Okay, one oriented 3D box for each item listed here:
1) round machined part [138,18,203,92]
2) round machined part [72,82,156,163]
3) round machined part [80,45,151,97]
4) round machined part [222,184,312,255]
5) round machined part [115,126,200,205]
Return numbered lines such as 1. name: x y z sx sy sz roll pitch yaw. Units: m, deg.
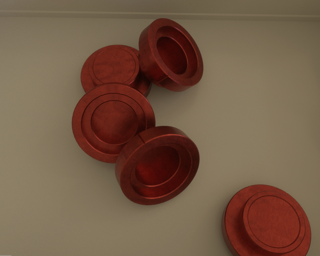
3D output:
1. round machined part: 0.010 -0.093 0.417 0.099 0.042 0.098 19 59 -36
2. round machined part: -0.056 -0.009 0.387 0.099 0.042 0.097 -2 104 -7
3. round machined part: -0.060 -0.075 0.427 0.099 0.042 0.098 0 70 -1
4. round machined part: 0.123 0.110 0.353 0.099 0.042 0.098 1 60 -1
5. round machined part: -0.006 0.040 0.367 0.099 0.098 0.042 -28 37 -10
